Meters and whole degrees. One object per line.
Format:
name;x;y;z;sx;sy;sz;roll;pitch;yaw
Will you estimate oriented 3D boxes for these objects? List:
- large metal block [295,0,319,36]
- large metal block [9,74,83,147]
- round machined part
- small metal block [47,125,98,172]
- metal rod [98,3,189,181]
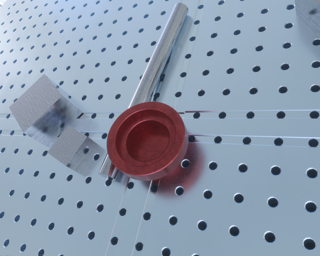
large metal block;0.221;-0.157;0.372;0.080;0.050;0.080;-29;52;10
large metal block;-0.188;-0.030;0.510;0.080;0.050;0.080;-45;51;-3
round machined part;-0.012;0.019;0.386;0.098;0.042;0.098;-8;61;14
small metal block;-0.130;0.030;0.458;0.050;0.025;0.050;24;75;36
metal rod;-0.017;-0.066;0.457;0.025;0.025;0.300;9;66;32
